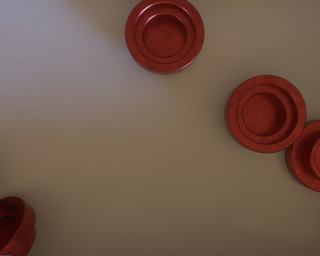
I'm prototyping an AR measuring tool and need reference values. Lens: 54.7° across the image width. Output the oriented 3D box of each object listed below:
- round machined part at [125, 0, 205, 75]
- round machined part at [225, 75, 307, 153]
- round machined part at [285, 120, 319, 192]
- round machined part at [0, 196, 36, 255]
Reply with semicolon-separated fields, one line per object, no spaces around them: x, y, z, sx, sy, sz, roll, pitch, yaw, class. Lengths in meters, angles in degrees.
0.006;-0.118;0.403;0.099;0.042;0.097;0;90;0;round machined part
0.133;-0.017;0.404;0.099;0.042;0.097;0;90;0;round machined part
0.220;0.037;0.404;0.099;0.042;0.097;0;90;0;round machined part
-0.196;0.137;0.383;0.098;0.098;0.042;-29;126;0;round machined part
